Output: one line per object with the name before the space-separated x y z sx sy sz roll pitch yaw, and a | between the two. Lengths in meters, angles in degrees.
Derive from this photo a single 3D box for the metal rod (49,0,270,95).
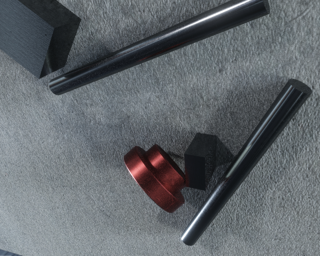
metal rod | -0.026 -0.088 0.364 0.300 0.025 0.025 -13 112 33

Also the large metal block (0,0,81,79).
large metal block | -0.159 -0.124 0.395 0.080 0.050 0.080 38 129 2

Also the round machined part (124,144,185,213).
round machined part | 0.001 0.060 0.407 0.042 0.098 0.098 -42 96 3

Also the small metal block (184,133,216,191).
small metal block | 0.052 0.041 0.388 0.025 0.050 0.050 8 122 22

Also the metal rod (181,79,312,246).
metal rod | 0.092 0.066 0.398 0.025 0.025 0.298 30 128 8
